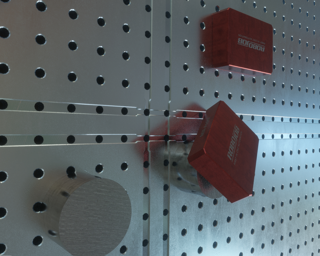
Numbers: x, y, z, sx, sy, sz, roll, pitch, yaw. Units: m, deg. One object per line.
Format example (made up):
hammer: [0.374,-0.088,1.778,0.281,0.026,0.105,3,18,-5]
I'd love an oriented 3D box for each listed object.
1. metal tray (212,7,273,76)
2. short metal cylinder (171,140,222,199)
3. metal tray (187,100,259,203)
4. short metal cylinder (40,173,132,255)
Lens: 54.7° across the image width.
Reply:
metal tray: [0.143,-0.141,0.526,0.131,0.030,0.089,0,90,-40]
short metal cylinder: [0.063,0.057,0.446,0.081,0.050,0.079,0,90,-40]
metal tray: [0.095,0.028,0.437,0.090,0.030,0.130,44,38,-11]
short metal cylinder: [-0.078,0.090,0.328,0.081,0.050,0.079,0,91,-40]
